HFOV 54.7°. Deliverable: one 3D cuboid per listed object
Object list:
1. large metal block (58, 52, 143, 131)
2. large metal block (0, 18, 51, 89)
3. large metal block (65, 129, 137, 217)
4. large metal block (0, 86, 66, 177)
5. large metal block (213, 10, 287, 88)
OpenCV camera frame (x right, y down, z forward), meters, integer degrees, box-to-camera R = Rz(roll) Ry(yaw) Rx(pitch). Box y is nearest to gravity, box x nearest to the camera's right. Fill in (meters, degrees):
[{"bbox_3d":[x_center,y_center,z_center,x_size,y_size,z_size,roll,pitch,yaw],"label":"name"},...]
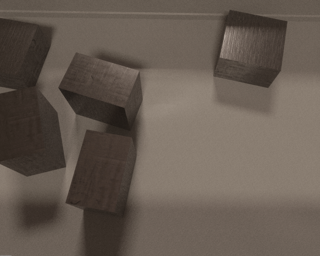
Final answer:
[{"bbox_3d":[-0.070,-0.043,0.395,0.080,0.080,0.050,17,71,6],"label":"large metal block"},{"bbox_3d":[-0.212,-0.102,0.431,0.080,0.050,0.080,11,70,3],"label":"large metal block"},{"bbox_3d":[-0.063,0.056,0.359,0.050,0.080,0.080,10,70,3],"label":"large metal block"},{"bbox_3d":[-0.156,0.007,0.376,0.050,0.080,0.080,-14,71,-5],"label":"large metal block"},{"bbox_3d":[0.127,-0.111,0.439,0.080,0.050,0.080,13,70,4],"label":"large metal block"}]
